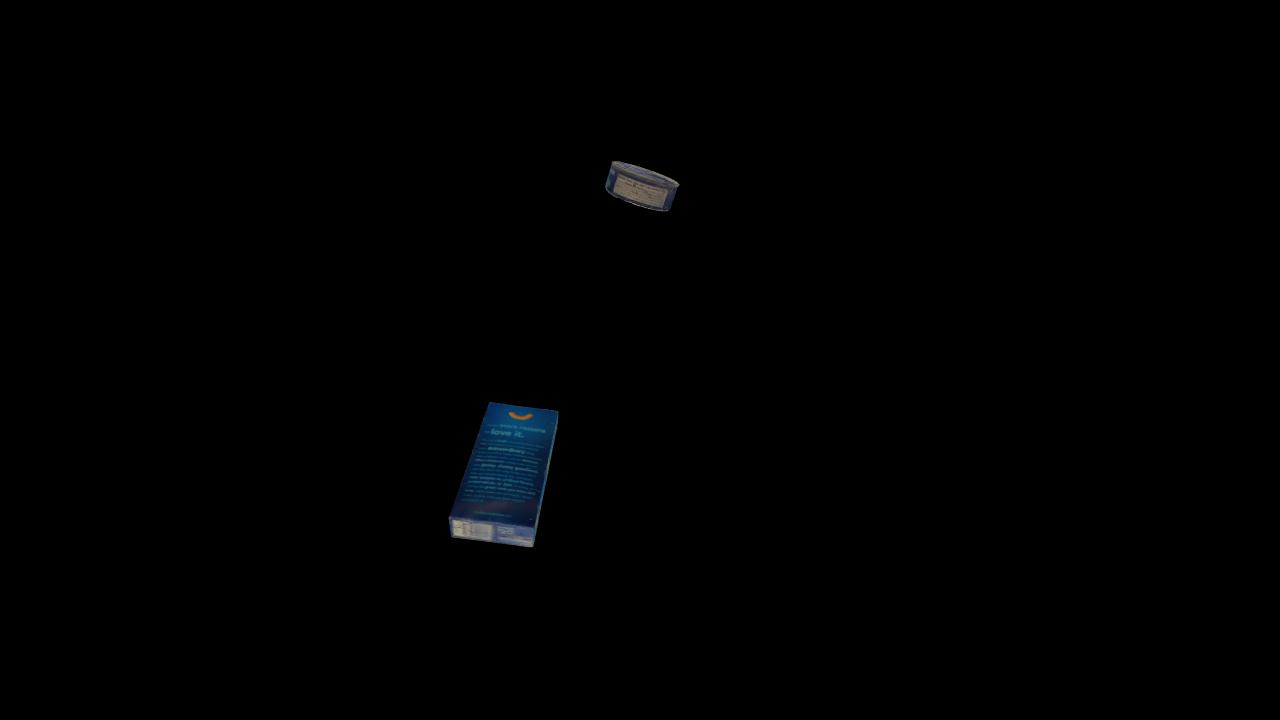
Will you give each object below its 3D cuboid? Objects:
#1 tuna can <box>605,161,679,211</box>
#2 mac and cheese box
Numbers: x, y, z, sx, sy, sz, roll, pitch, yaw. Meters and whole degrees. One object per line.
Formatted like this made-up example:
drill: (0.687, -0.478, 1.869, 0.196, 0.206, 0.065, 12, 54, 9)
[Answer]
tuna can: (0.002, -0.206, 0.730, 0.084, 0.034, 0.084, 16, 23, -7)
mac and cheese box: (-0.154, 0.128, 0.726, 0.093, 0.041, 0.184, 7, 37, -2)
